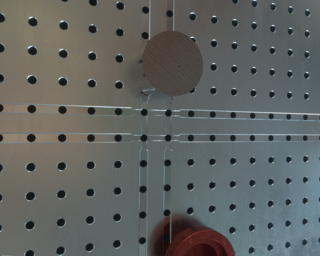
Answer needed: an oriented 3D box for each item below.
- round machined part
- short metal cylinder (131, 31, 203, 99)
[{"bbox_3d":[0.050,0.182,0.422,0.099,0.042,0.097,0,90,-20],"label":"round machined part"},{"bbox_3d":[0.008,-0.079,0.402,0.081,0.050,0.079,0,90,-20],"label":"short metal cylinder"}]
